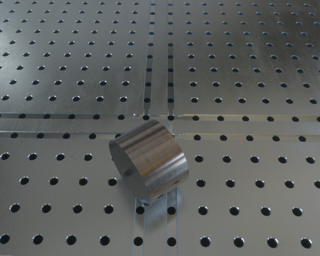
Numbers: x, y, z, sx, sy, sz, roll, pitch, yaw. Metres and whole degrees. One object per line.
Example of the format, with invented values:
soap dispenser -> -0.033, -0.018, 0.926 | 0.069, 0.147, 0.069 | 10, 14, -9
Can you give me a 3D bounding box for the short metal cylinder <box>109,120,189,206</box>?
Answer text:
short metal cylinder -> -0.013, 0.037, 0.341 | 0.050, 0.080, 0.080 | -30, 56, -22
